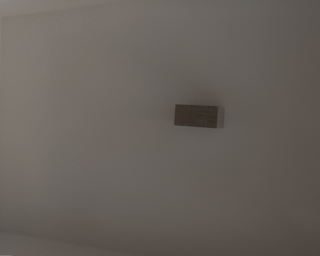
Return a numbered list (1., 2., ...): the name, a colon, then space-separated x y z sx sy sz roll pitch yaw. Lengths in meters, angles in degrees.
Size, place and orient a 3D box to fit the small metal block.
1. small metal block: 0.050 -0.014 0.380 0.050 0.050 0.025 4 92 20
